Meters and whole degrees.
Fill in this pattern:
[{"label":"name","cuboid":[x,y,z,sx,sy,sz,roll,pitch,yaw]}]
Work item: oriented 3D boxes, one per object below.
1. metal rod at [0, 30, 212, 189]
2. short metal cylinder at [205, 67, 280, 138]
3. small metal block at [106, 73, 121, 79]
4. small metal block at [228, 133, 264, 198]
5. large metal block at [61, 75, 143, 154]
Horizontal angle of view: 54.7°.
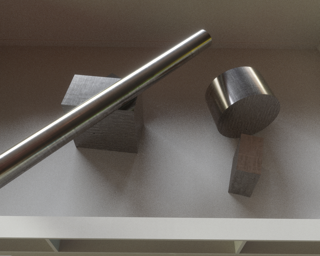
[{"label":"metal rod","cuboid":[-0.049,-0.032,0.327,0.025,0.025,0.302,37,59,26]},{"label":"short metal cylinder","cuboid":[0.104,-0.031,0.397,0.081,0.080,0.050,-9,51,-8]},{"label":"small metal block","cuboid":[-0.067,-0.047,0.443,0.050,0.025,0.050,31,56,23]},{"label":"small metal block","cuboid":[0.098,0.043,0.354,0.025,0.050,0.050,12,51,9]},{"label":"large metal block","cuboid":[-0.065,-0.016,0.382,0.080,0.080,0.050,6,51,4]}]
